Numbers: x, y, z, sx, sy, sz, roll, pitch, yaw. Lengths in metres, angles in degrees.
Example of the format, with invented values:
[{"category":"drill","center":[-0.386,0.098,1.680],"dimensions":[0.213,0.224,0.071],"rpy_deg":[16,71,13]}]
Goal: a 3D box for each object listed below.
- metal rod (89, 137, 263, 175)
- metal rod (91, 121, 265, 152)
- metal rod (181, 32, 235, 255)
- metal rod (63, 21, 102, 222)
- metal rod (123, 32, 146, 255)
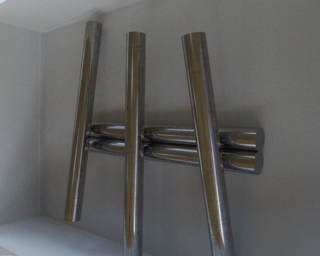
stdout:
[{"category":"metal rod","center":[-0.014,0.031,0.415],"dimensions":[0.300,0.025,0.025],"rpy_deg":[3,92,39]},{"category":"metal rod","center":[-0.013,0.006,0.414],"dimensions":[0.300,0.025,0.025],"rpy_deg":[3,92,39]},{"category":"metal rod","center":[0.056,0.052,0.328],"dimensions":[0.025,0.025,0.298],"rpy_deg":[-5,95,39]},{"category":"metal rod","center":[-0.115,-0.015,0.466],"dimensions":[0.025,0.025,0.298],"rpy_deg":[-1,81,39]},{"category":"metal rod","center":[-0.033,0.029,0.398],"dimensions":[0.025,0.025,0.298],"rpy_deg":[2,91,39]}]
